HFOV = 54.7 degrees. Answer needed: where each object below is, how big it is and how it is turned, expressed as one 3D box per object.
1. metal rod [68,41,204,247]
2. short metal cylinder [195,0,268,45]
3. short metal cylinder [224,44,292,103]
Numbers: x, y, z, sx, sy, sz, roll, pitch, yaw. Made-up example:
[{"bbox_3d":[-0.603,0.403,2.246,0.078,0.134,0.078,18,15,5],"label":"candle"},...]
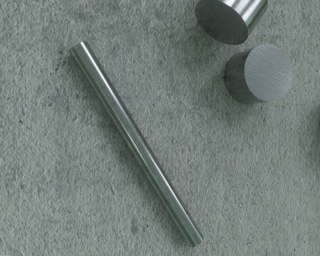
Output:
[{"bbox_3d":[-0.025,0.029,0.400,0.025,0.025,0.299,-33,101,-17],"label":"metal rod"},{"bbox_3d":[0.095,-0.158,0.415,0.080,0.080,0.050,39,78,-16],"label":"short metal cylinder"},{"bbox_3d":[0.141,-0.076,0.448,0.081,0.050,0.080,0,90,-20],"label":"short metal cylinder"}]
